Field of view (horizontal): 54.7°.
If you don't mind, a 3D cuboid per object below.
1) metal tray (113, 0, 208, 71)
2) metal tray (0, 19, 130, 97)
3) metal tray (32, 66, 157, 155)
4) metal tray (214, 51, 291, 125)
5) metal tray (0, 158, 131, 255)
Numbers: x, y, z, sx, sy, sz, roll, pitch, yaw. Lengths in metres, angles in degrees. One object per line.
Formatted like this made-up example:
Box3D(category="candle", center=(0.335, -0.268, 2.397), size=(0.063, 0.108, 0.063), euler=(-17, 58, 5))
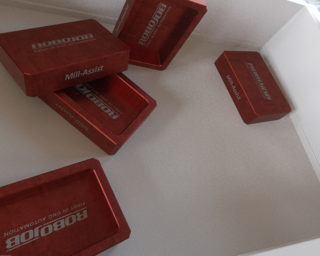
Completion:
Box3D(category="metal tray", center=(-0.008, -0.135, 0.418), size=(0.091, 0.129, 0.030), euler=(7, 59, -25))
Box3D(category="metal tray", center=(-0.114, -0.090, 0.373), size=(0.131, 0.030, 0.090), euler=(-24, 54, -34))
Box3D(category="metal tray", center=(-0.079, -0.040, 0.384), size=(0.130, 0.030, 0.090), euler=(40, 51, -2))
Box3D(category="metal tray", center=(0.160, -0.073, 0.536), size=(0.091, 0.030, 0.130), euler=(-8, 66, -32))
Box3D(category="metal tray", center=(-0.104, 0.090, 0.291), size=(0.131, 0.030, 0.090), euler=(-16, 71, -35))
